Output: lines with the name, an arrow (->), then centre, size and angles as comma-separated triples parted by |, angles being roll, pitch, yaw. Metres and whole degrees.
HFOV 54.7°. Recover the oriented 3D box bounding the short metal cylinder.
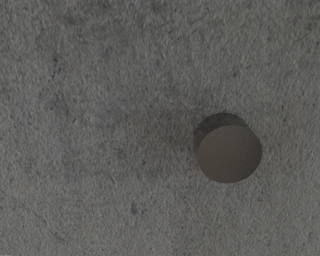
short metal cylinder -> 0.086, 0.025, 0.407 | 0.081, 0.050, 0.079 | 0, 110, -1
